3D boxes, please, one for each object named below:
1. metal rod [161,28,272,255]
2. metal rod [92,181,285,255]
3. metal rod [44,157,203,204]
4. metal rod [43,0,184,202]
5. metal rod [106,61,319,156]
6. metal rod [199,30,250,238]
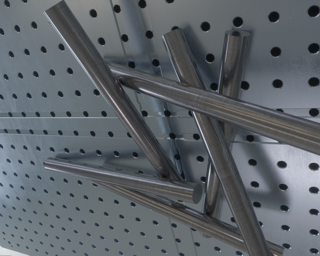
[{"bbox_3d":[0.070,0.033,0.353,0.025,0.025,0.299,-19,96,35],"label":"metal rod"},{"bbox_3d":[0.022,0.119,0.448,0.300,0.025,0.025,17,126,28],"label":"metal rod"},{"bbox_3d":[-0.075,0.073,0.469,0.300,0.025,0.025,4,121,36],"label":"metal rod"},{"bbox_3d":[-0.037,-0.013,0.385,0.025,0.025,0.299,-12,124,33],"label":"metal rod"},{"bbox_3d":[0.029,-0.032,0.322,0.300,0.025,0.025,23,129,35],"label":"metal rod"},{"bbox_3d":[0.075,0.031,0.390,0.025,0.025,0.298,15,125,20],"label":"metal rod"}]
